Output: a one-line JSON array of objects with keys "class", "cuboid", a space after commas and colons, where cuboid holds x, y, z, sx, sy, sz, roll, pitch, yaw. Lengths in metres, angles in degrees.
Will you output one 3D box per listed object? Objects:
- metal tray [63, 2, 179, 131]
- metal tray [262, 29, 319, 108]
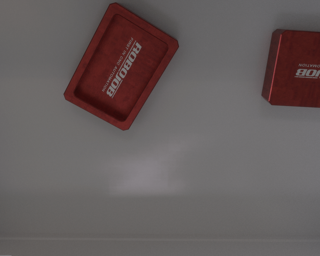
[{"class": "metal tray", "cuboid": [-0.048, -0.072, 0.381, 0.090, 0.030, 0.129, 29, 107, -11]}, {"class": "metal tray", "cuboid": [0.202, -0.072, 0.384, 0.131, 0.030, 0.089, 3, 110, -2]}]
